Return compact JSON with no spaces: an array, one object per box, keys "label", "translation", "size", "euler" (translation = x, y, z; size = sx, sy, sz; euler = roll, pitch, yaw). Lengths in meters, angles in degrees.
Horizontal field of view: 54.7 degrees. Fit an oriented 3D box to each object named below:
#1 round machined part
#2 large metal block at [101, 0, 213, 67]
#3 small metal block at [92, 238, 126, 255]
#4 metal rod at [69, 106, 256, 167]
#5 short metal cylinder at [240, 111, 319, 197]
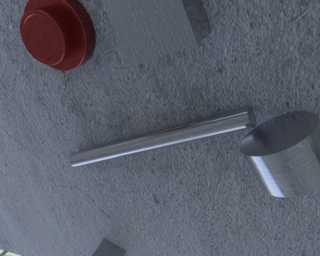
[{"label":"round machined part","translation":[-0.135,-0.118,0.392],"size":[0.098,0.042,0.097],"euler":[13,124,20]},{"label":"large metal block","translation":[-0.003,-0.118,0.318],"size":[0.080,0.050,0.080],"euler":[-11,113,32]},{"label":"small metal block","translation":[-0.101,0.250,0.596],"size":[0.050,0.050,0.025],"euler":[26,127,12]},{"label":"metal rod","translation":[-0.019,0.020,0.427],"size":[0.300,0.025,0.025],"euler":[-15,111,34]},{"label":"short metal cylinder","translation":[0.131,0.025,0.318],"size":[0.080,0.080,0.050],"euler":[-22,107,36]}]
